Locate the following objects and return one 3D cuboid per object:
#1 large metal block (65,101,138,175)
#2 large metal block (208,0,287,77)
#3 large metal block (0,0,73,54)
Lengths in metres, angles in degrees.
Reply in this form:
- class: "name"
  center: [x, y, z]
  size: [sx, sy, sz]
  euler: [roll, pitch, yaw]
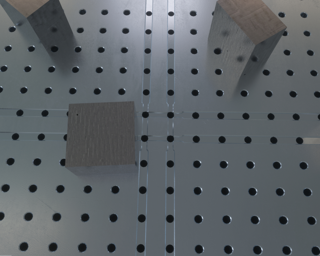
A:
- class: "large metal block"
  center: [-0.070, 0.014, 0.393]
  size: [0.080, 0.050, 0.080]
  euler: [-2, 70, -1]
- class: "large metal block"
  center: [0.116, -0.131, 0.431]
  size: [0.050, 0.080, 0.080]
  euler: [-31, 73, -11]
- class: "large metal block"
  center: [-0.181, -0.168, 0.443]
  size: [0.080, 0.080, 0.050]
  euler: [40, 75, 13]
